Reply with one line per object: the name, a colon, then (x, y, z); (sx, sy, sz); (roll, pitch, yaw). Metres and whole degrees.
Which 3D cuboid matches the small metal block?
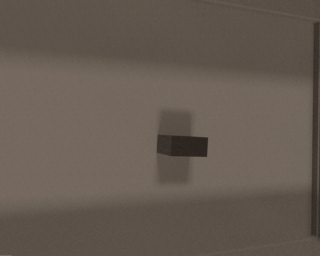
small metal block: (0.028, 0.023, 0.409); (0.050, 0.050, 0.025); (3, 89, -20)
